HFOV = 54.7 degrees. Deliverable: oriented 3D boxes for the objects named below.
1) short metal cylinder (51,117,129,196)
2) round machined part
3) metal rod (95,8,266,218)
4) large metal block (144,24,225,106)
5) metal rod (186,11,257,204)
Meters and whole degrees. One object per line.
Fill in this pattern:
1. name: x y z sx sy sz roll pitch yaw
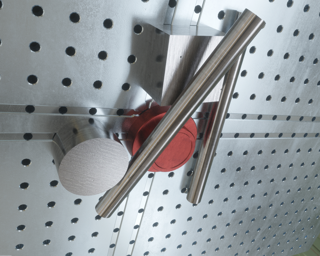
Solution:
1. short metal cylinder: -0.084 0.034 0.371 0.081 0.050 0.079 -14 124 -21
2. round machined part: 0.009 0.020 0.419 0.099 0.042 0.097 -14 124 -21
3. metal rod: 0.009 0.000 0.358 0.025 0.025 0.299 21 117 -36
4. large metal block: 0.031 -0.075 0.367 0.081 0.050 0.079 -7 122 -25
5. metal rod: 0.082 -0.012 0.450 0.025 0.025 0.298 -4 120 -27
